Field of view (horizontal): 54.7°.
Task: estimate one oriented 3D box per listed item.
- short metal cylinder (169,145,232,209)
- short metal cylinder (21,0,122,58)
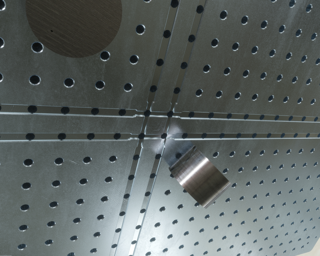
[{"bbox_3d":[0.059,0.070,0.451,0.050,0.080,0.080,-44,129,2],"label":"short metal cylinder"},{"bbox_3d":[-0.081,-0.110,0.282,0.081,0.050,0.079,-14,124,-21],"label":"short metal cylinder"}]
